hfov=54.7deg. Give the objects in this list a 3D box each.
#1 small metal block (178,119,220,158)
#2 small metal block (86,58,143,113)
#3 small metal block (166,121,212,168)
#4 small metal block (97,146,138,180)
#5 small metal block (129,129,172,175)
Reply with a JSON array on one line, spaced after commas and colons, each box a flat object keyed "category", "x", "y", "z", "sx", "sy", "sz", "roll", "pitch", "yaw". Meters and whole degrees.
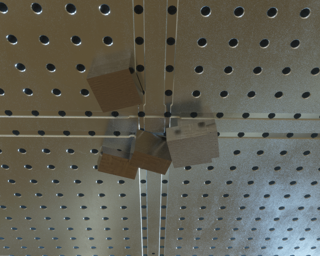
[{"category": "small metal block", "x": 0.054, "y": 0.018, "z": 0.428, "sx": 0.050, "sy": 0.025, "sz": 0.050, "roll": -8, "pitch": 130, "yaw": 6}, {"category": "small metal block", "x": -0.052, "y": -0.050, "z": 0.368, "sx": 0.050, "sy": 0.025, "sz": 0.050, "roll": -12, "pitch": 129, "yaw": 9}, {"category": "small metal block", "x": 0.038, "y": 0.022, "z": 0.399, "sx": 0.050, "sy": 0.025, "sz": 0.050, "roll": -10, "pitch": 130, "yaw": 7}, {"category": "small metal block", "x": -0.059, "y": 0.047, "z": 0.431, "sx": 0.050, "sy": 0.050, "sz": 0.025, "roll": 16, "pitch": 94, "yaw": -14}, {"category": "small metal block", "x": -0.013, "y": 0.032, "z": 0.419, "sx": 0.050, "sy": 0.050, "sz": 0.025, "roll": 17, "pitch": 121, "yaw": -11}]
